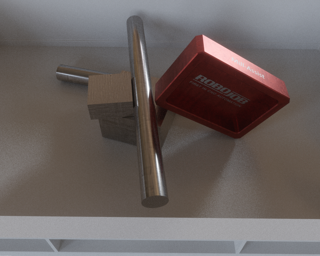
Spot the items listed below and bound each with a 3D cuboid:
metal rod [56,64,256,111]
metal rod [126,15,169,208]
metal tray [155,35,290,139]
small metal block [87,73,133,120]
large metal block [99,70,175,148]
[{"bbox_3d":[-0.006,-0.056,0.451,0.301,0.025,0.025,11,51,9],"label":"metal rod"},{"bbox_3d":[-0.022,-0.047,0.377,0.025,0.025,0.300,-5,50,-5],"label":"metal rod"},{"bbox_3d":[0.071,-0.041,0.362,0.131,0.090,0.030,22,47,-24],"label":"metal tray"},{"bbox_3d":[-0.058,-0.039,0.370,0.050,0.025,0.050,-5,50,-5],"label":"small metal block"},{"bbox_3d":[-0.025,-0.024,0.407,0.080,0.050,0.080,14,51,11],"label":"large metal block"}]
